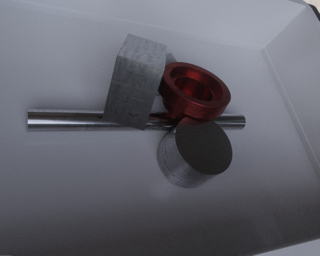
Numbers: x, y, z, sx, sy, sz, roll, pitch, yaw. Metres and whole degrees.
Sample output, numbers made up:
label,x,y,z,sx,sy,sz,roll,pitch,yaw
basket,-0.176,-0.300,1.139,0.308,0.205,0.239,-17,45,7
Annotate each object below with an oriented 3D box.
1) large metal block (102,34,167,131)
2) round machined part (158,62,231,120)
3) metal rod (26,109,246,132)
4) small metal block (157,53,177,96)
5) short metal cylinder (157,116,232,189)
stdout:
label,x,y,z,sx,sy,sz,roll,pitch,yaw
large metal block,-0.029,-0.056,0.370,0.050,0.079,0.080,16,32,-6
round machined part,0.042,-0.044,0.420,0.099,0.042,0.098,15,39,-12
metal rod,-0.010,-0.009,0.403,0.303,0.025,0.025,0,62,-29
small metal block,0.006,-0.080,0.458,0.050,0.025,0.050,-23,75,-37
short metal cylinder,0.043,0.030,0.393,0.081,0.050,0.080,14,56,-21
